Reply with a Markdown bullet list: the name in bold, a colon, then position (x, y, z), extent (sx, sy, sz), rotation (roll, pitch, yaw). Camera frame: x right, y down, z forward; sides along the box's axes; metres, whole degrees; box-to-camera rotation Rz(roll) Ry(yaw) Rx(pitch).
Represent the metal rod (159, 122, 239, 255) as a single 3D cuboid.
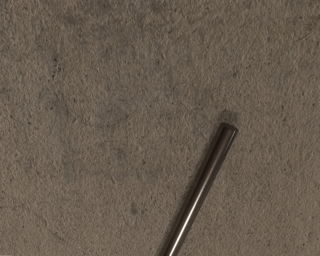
- **metal rod**: position (0.040, 0.129, 0.458), extent (0.025, 0.025, 0.298), rotation (19, 109, -7)
